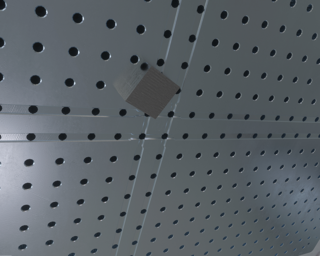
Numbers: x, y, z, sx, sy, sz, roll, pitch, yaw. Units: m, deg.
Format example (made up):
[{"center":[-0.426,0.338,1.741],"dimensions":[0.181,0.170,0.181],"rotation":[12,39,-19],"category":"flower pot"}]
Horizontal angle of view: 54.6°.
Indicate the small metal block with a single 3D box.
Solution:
[{"center":[-0.013,-0.046,0.375],"dimensions":[0.050,0.025,0.050],"rotation":[31,101,-38],"category":"small metal block"}]
